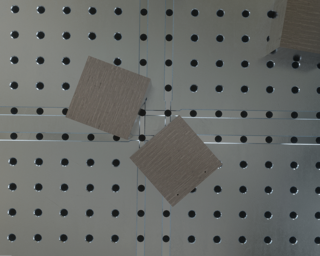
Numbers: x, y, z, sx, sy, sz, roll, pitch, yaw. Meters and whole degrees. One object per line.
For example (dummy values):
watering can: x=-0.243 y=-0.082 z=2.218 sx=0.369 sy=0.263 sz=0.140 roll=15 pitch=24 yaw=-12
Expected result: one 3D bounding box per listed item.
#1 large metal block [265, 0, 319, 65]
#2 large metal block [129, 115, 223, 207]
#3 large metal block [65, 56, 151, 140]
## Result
large metal block: x=0.192 y=-0.132 z=0.403 sx=0.080 sy=0.050 sz=0.080 roll=10 pitch=90 yaw=-1
large metal block: x=0.019 y=0.040 z=0.401 sx=0.080 sy=0.050 sz=0.080 roll=-41 pitch=91 yaw=0
large metal block: x=-0.063 y=-0.037 z=0.400 sx=0.080 sy=0.050 sz=0.080 roll=21 pitch=90 yaw=-1
